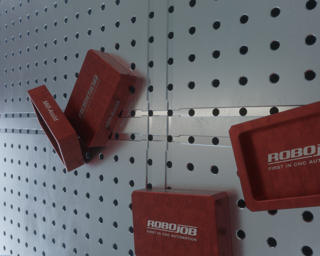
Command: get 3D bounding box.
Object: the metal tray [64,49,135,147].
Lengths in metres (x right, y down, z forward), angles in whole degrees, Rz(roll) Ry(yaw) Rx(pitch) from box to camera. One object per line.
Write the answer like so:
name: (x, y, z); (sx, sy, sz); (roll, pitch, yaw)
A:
metal tray: (-0.100, -0.046, 0.490); (0.090, 0.030, 0.129); (42, 115, 32)

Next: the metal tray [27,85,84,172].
metal tray: (-0.175, 0.000, 0.523); (0.130, 0.030, 0.090); (49, 153, 29)

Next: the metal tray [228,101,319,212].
metal tray: (0.138, 0.026, 0.292); (0.130, 0.030, 0.090); (-18, 78, 38)

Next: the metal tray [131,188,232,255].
metal tray: (0.022, 0.124, 0.389); (0.130, 0.030, 0.090); (-6, 86, 40)
